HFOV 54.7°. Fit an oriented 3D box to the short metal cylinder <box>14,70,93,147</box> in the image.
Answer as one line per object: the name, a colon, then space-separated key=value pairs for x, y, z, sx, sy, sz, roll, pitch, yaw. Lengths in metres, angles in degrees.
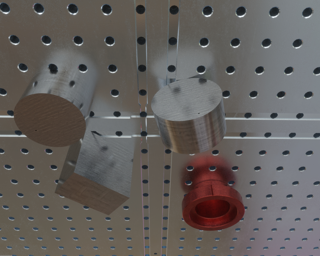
short metal cylinder: x=-0.126 y=-0.023 z=0.374 sx=0.081 sy=0.050 sz=0.079 roll=0 pitch=130 yaw=0

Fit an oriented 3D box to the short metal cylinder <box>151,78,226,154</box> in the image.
short metal cylinder: x=0.035 y=-0.015 z=0.363 sx=0.080 sy=0.080 sz=0.050 roll=-10 pitch=130 yaw=8

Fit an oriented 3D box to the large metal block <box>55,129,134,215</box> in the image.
large metal block: x=-0.086 y=0.060 z=0.426 sx=0.080 sy=0.080 sz=0.050 roll=31 pitch=123 yaw=-24

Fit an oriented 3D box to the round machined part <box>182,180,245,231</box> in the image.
round machined part: x=0.085 y=0.123 z=0.506 sx=0.099 sy=0.042 sz=0.097 roll=0 pitch=130 yaw=0
